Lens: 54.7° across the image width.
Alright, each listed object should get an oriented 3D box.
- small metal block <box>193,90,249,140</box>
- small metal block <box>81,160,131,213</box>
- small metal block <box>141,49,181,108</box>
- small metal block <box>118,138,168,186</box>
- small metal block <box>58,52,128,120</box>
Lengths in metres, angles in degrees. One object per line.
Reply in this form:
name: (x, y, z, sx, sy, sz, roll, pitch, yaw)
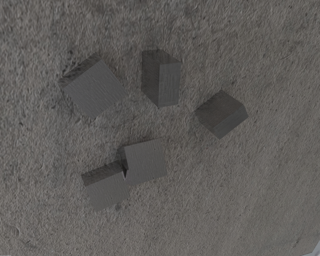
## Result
small metal block: (0.083, -0.019, 0.424, 0.050, 0.050, 0.025, -38, 129, -3)
small metal block: (-0.072, 0.078, 0.416, 0.050, 0.025, 0.050, -21, 127, -16)
small metal block: (0.000, -0.058, 0.355, 0.025, 0.050, 0.050, -12, 123, -22)
small metal block: (-0.022, 0.043, 0.406, 0.050, 0.025, 0.050, -13, 93, -25)
small metal block: (-0.072, -0.045, 0.339, 0.050, 0.025, 0.050, -38, 129, -2)
